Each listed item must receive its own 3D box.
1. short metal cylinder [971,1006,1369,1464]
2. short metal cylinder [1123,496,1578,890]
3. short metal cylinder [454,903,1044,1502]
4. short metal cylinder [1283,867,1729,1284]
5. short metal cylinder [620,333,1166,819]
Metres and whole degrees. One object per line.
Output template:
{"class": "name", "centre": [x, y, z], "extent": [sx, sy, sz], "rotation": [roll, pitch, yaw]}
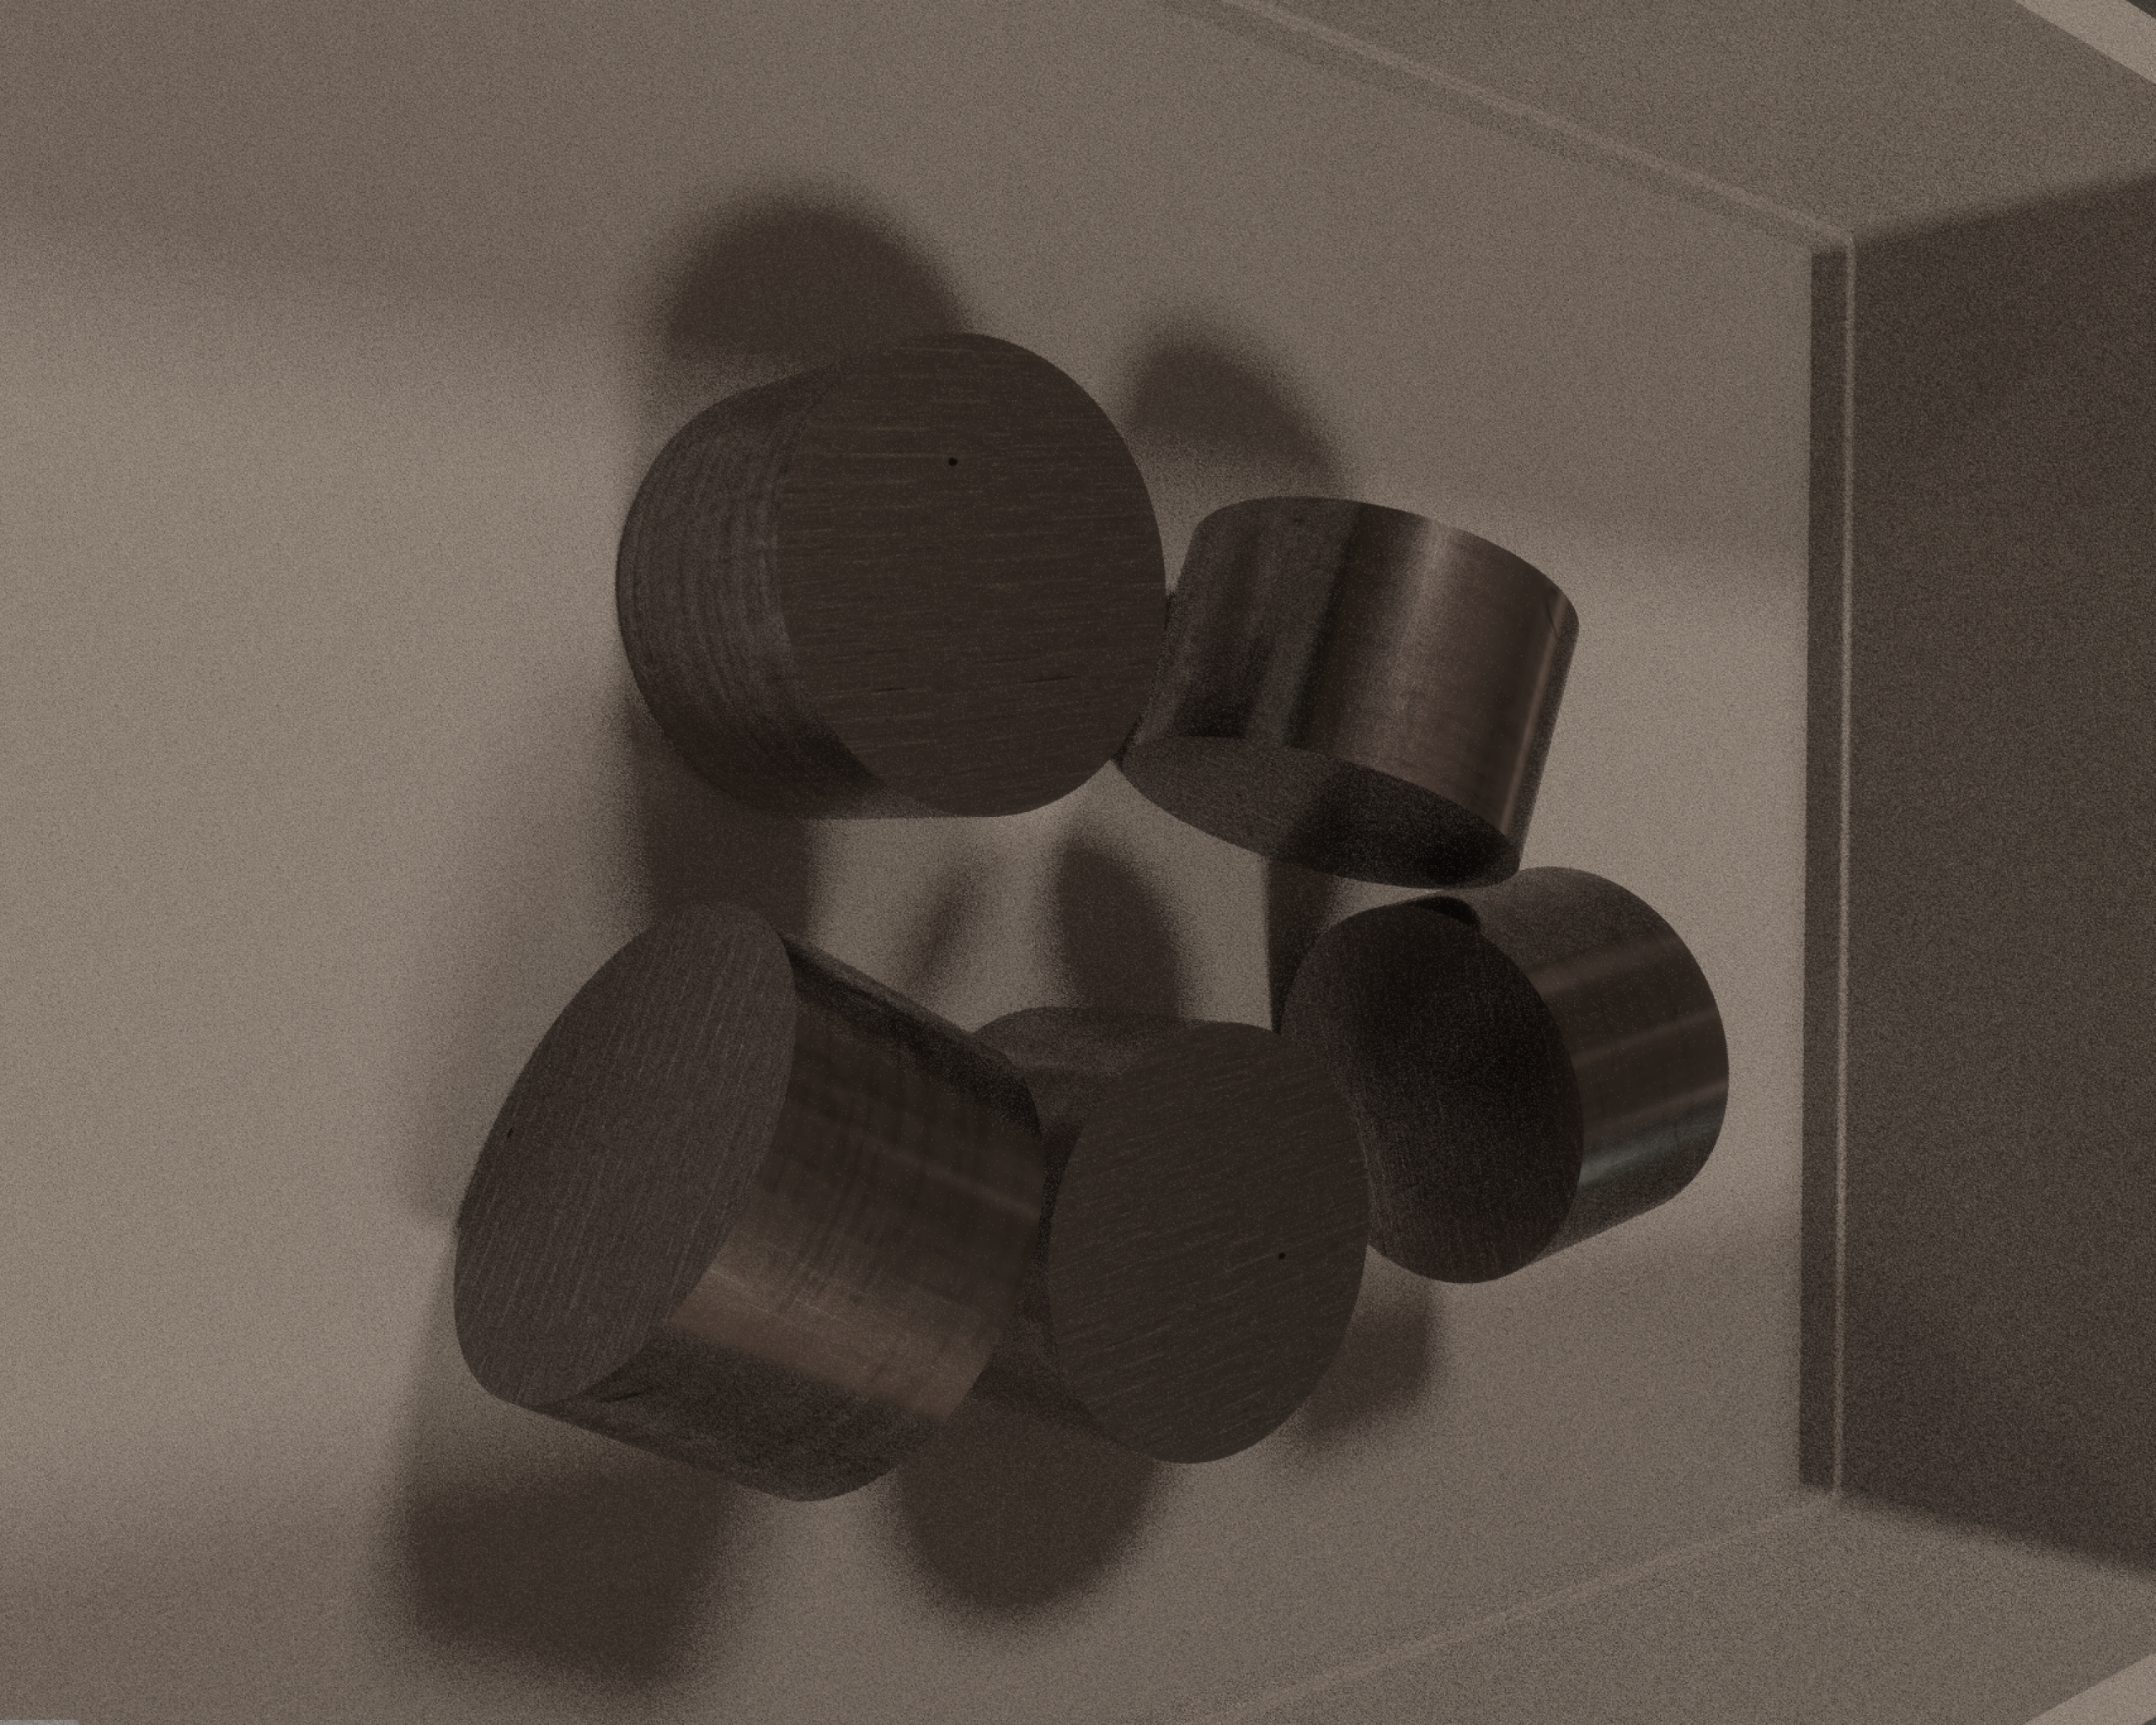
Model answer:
{"class": "short metal cylinder", "centre": [0.010, 0.069, 0.398], "extent": [0.081, 0.050, 0.079], "rotation": [0, 90, -40]}
{"class": "short metal cylinder", "centre": [0.055, -0.032, 0.418], "extent": [0.080, 0.080, 0.050], "rotation": [27, 73, -37]}
{"class": "short metal cylinder", "centre": [-0.052, 0.053, 0.326], "extent": [0.050, 0.080, 0.080], "rotation": [34, 69, -35]}
{"class": "short metal cylinder", "centre": [0.090, 0.044, 0.447], "extent": [0.050, 0.080, 0.079], "rotation": [-12, 98, -40]}
{"class": "short metal cylinder", "centre": [-0.031, -0.047, 0.363], "extent": [0.081, 0.050, 0.079], "rotation": [0, 90, -40]}
